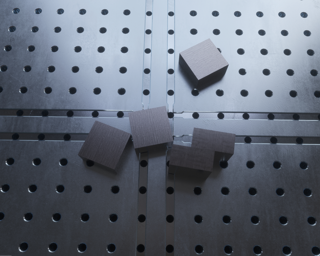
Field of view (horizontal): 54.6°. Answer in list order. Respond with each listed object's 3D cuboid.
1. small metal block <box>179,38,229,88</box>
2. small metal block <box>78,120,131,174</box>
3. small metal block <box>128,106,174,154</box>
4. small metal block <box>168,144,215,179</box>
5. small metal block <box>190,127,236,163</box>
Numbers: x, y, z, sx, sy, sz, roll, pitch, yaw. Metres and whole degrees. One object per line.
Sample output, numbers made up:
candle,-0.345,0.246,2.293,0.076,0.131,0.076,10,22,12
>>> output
small metal block,0.062,-0.093,0.446,0.050,0.025,0.050,-28,73,-10
small metal block,-0.070,0.025,0.402,0.050,0.025,0.050,21,71,7
small metal block,-0.012,0.002,0.411,0.050,0.025,0.050,-11,70,-4
small metal block,0.037,0.043,0.383,0.050,0.050,0.025,9,71,3
small metal block,0.064,0.023,0.390,0.050,0.050,0.025,9,71,3
